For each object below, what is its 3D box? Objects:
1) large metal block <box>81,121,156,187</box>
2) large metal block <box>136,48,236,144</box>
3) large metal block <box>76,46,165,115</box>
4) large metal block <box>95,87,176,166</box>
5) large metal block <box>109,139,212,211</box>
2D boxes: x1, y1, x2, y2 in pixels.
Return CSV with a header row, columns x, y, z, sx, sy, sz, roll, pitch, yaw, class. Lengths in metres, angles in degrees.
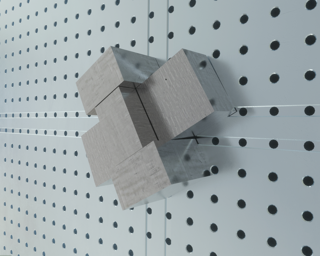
x,y,z,sx,sy,sz,roll,pitch,yaw,class
-0.060,0.030,0.445,0.080,0.050,0.080,-33,69,35,large metal block
0.029,-0.034,0.369,0.080,0.050,0.080,-35,70,34,large metal block
-0.051,-0.058,0.416,0.080,0.081,0.050,-35,68,35,large metal block
-0.025,-0.002,0.395,0.050,0.081,0.080,-35,68,34,large metal block
0.001,0.054,0.374,0.080,0.081,0.050,-35,68,34,large metal block
